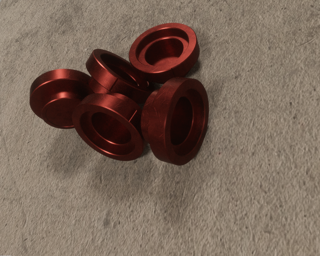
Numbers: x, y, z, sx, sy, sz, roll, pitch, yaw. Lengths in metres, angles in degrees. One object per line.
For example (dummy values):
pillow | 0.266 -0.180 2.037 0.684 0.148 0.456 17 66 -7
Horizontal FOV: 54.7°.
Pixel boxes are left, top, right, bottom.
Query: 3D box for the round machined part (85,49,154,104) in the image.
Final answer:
round machined part | -0.060 -0.064 0.432 0.042 0.099 0.098 -53 48 21

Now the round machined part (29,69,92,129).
round machined part | -0.135 -0.035 0.447 0.098 0.098 0.042 -25 53 12

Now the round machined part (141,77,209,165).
round machined part | 0.015 -0.009 0.354 0.042 0.098 0.098 12 68 33

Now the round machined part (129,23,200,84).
round machined part | 0.009 -0.102 0.444 0.098 0.042 0.098 -9 54 14

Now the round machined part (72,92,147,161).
round machined part | -0.057 -0.006 0.393 0.098 0.098 0.042 3 44 29
